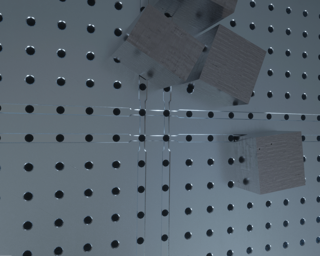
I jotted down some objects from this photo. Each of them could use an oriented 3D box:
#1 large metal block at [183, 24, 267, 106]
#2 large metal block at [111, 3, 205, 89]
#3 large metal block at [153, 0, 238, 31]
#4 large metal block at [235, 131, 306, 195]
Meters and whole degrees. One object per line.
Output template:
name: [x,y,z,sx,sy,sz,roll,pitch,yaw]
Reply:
large metal block: [0.090,-0.084,0.434,0.080,0.050,0.080,23,82,-19]
large metal block: [-0.005,-0.095,0.382,0.080,0.080,0.050,32,80,-18]
large metal block: [0.047,-0.176,0.402,0.081,0.080,0.050,19,84,-20]
large metal block: [0.163,0.048,0.462,0.081,0.050,0.079,-6,92,-20]
